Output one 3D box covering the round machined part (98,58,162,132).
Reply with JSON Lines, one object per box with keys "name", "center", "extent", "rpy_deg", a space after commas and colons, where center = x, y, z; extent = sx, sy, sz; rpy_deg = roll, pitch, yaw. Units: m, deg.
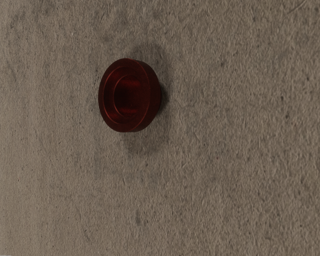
{"name": "round machined part", "center": [-0.036, -0.043, 0.422], "extent": [0.098, 0.042, 0.097], "rpy_deg": [0, 90, 39]}
